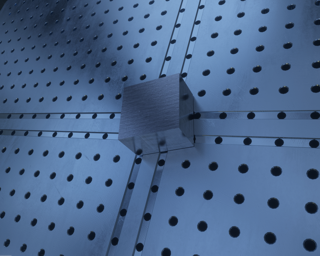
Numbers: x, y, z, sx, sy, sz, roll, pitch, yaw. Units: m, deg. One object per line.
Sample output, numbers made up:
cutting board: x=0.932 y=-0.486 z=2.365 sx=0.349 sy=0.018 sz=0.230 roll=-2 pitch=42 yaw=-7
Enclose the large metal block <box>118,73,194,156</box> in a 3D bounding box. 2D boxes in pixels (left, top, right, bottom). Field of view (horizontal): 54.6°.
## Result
large metal block: x=-0.003 y=-0.016 z=0.403 sx=0.080 sy=0.050 sz=0.080 roll=-11 pitch=57 yaw=22
